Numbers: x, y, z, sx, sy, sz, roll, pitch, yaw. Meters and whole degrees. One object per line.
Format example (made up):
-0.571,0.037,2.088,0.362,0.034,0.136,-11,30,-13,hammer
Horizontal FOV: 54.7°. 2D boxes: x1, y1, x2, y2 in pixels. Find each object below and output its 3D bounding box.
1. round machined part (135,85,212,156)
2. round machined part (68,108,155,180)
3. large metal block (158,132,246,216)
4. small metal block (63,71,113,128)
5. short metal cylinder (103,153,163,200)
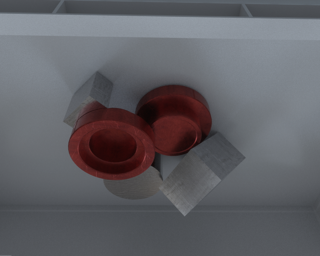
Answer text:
0.017,-0.002,0.392,0.099,0.042,0.097,-1,130,0,round machined part
-0.055,0.015,0.369,0.099,0.042,0.097,-1,130,0,round machined part
0.057,0.060,0.414,0.050,0.081,0.080,46,125,15,large metal block
-0.083,-0.030,0.363,0.025,0.050,0.050,37,121,-27,small metal block
-0.036,0.057,0.438,0.081,0.050,0.079,0,130,0,short metal cylinder
